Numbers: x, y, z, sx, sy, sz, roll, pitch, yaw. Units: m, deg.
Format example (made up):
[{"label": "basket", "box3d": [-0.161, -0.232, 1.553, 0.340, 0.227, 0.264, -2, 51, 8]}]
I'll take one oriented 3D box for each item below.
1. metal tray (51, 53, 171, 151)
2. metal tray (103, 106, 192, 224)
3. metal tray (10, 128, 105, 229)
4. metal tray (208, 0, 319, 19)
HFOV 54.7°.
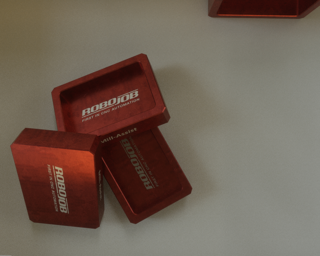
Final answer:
[{"label": "metal tray", "box3d": [-0.063, -0.029, 0.385, 0.131, 0.030, 0.090, -21, 64, 4]}, {"label": "metal tray", "box3d": [-0.028, 0.047, 0.408, 0.090, 0.030, 0.130, -29, 90, 0]}, {"label": "metal tray", "box3d": [-0.117, 0.064, 0.373, 0.091, 0.030, 0.129, 6, 124, 1]}, {"label": "metal tray", "box3d": [0.130, -0.165, 0.379, 0.131, 0.090, 0.030, 1, 90, 0]}]
